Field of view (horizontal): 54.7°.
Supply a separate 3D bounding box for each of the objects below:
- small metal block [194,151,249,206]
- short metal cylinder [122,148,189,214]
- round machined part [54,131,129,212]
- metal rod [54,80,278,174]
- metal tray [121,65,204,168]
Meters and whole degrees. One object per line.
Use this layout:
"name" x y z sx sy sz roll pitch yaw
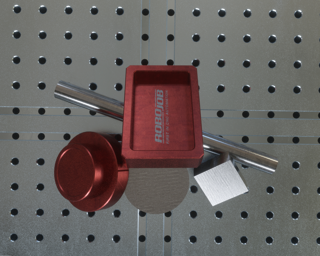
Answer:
"small metal block" 0.078 0.065 0.399 0.050 0.025 0.050 -28 106 16
"short metal cylinder" -0.005 0.064 0.397 0.081 0.050 0.079 0 90 0
"round machined part" -0.090 0.053 0.377 0.098 0.042 0.097 -3 84 32
"metal rod" 0.008 -0.001 0.410 0.301 0.025 0.025 20 90 0
"metal tray" 0.002 -0.017 0.378 0.091 0.030 0.130 0 61 -1
